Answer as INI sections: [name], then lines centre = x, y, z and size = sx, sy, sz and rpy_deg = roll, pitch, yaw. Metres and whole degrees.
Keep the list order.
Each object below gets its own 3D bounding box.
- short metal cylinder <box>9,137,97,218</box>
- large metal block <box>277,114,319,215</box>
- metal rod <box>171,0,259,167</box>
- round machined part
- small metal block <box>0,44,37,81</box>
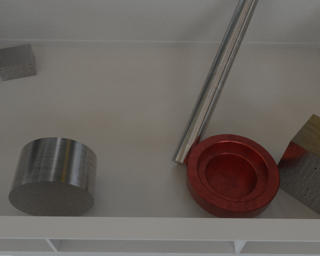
[short metal cylinder]
centre = -0.108, 0.054, 0.323
size = 0.081, 0.080, 0.050
rpy_deg = -3, 50, -3
[large metal block]
centre = 0.177, 0.045, 0.334
size = 0.080, 0.080, 0.050
rpy_deg = 36, 58, 26
[metal rod]
centre = 0.085, -0.090, 0.406
size = 0.025, 0.025, 0.299
rpy_deg = 20, 76, 16
[round machined part]
centre = 0.078, 0.057, 0.347
size = 0.099, 0.042, 0.098
rpy_deg = 0, 50, 0
[small metal block]
centre = -0.226, -0.104, 0.490
size = 0.050, 0.025, 0.050
rpy_deg = -14, 52, -12
